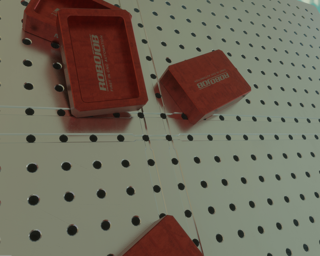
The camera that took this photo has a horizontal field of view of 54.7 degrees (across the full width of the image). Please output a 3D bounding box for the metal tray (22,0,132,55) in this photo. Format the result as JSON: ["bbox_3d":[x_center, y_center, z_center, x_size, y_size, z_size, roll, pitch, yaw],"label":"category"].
[{"bbox_3d":[-0.111,-0.151,0.437,0.131,0.030,0.090,20,54,-17],"label":"metal tray"}]

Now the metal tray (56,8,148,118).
[{"bbox_3d":[-0.073,-0.083,0.389,0.091,0.030,0.129,-8,81,-24],"label":"metal tray"}]

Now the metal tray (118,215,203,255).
[{"bbox_3d":[-0.010,0.160,0.303,0.131,0.030,0.090,-33,80,-38],"label":"metal tray"}]

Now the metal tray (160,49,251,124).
[{"bbox_3d":[0.075,-0.069,0.490,0.131,0.030,0.090,-26,76,-37],"label":"metal tray"}]
